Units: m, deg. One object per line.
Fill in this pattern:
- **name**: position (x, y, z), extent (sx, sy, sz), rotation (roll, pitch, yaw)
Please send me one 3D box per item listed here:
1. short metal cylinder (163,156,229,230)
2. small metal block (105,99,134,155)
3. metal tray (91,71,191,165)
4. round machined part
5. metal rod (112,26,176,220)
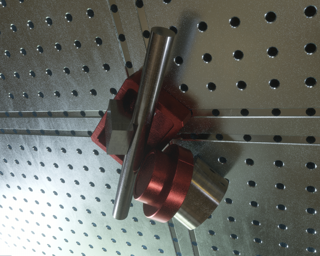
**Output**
- **short metal cylinder**: position (0.043, 0.083, 0.402), extent (0.050, 0.080, 0.080), rotation (40, 129, 1)
- **small metal block**: position (-0.053, -0.001, 0.393), extent (0.025, 0.050, 0.050), rotation (2, 140, -18)
- **metal tray**: position (-0.030, -0.001, 0.421), extent (0.090, 0.030, 0.129), rotation (40, 129, 0)
- **round machined part**: position (-0.001, 0.064, 0.389), extent (0.042, 0.098, 0.097), rotation (24, 130, -14)
- **metal rod**: position (-0.030, 0.019, 0.398), extent (0.025, 0.025, 0.298), rotation (25, 127, 12)
